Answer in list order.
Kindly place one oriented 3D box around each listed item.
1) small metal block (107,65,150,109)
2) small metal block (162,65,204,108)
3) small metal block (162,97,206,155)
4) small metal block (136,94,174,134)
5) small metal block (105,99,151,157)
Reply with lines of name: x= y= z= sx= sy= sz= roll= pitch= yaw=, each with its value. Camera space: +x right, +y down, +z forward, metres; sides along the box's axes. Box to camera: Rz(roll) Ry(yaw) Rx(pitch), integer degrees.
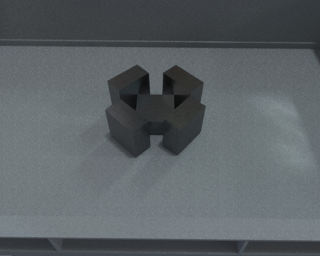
small metal block: x=-0.041 y=-0.052 z=0.429 sx=0.050 sy=0.050 sz=0.025 roll=-35 pitch=58 yaw=-25
small metal block: x=0.030 y=-0.051 z=0.429 sx=0.025 sy=0.050 sz=0.050 roll=-37 pitch=60 yaw=-28
small metal block: x=0.030 y=-0.003 z=0.388 sx=0.025 sy=0.050 sz=0.050 roll=34 pitch=57 yaw=24
small metal block: x=-0.006 y=-0.019 z=0.418 sx=0.050 sy=0.025 sz=0.050 roll=1 pitch=50 yaw=0
small metal block: x=-0.039 y=0.001 z=0.386 sx=0.025 sy=0.050 sz=0.050 roll=-38 pitch=59 yaw=-26
